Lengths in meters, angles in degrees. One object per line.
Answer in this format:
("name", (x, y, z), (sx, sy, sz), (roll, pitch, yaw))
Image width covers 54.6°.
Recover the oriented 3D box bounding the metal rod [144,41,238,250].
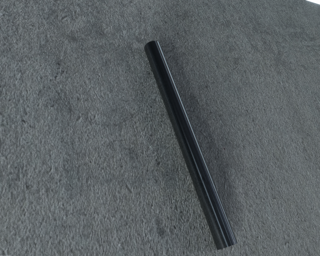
("metal rod", (0.033, 0.007, 0.416), (0.025, 0.025, 0.299), (-5, 64, -31))
